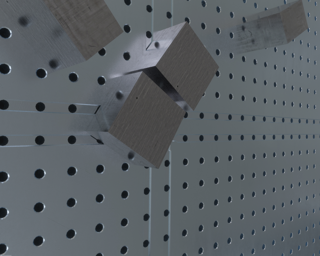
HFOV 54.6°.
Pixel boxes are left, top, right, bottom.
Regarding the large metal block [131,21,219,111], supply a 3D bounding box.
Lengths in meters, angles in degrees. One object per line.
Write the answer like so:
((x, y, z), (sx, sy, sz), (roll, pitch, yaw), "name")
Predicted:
((0.022, -0.078, 0.410), (0.080, 0.050, 0.080), (46, 63, -30), "large metal block")

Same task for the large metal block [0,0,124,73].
((-0.095, -0.104, 0.293), (0.050, 0.080, 0.080), (-49, 119, -29), "large metal block")

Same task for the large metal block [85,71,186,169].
((-0.026, -0.008, 0.370), (0.080, 0.050, 0.080), (40, 66, -33), "large metal block")

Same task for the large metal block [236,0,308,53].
((0.193, -0.174, 0.533), (0.080, 0.080, 0.050), (-36, 113, -34), "large metal block")
